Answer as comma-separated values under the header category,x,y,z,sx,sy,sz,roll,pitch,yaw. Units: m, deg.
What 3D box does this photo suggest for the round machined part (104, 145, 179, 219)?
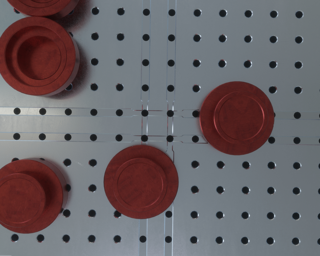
category,x,y,z,sx,sy,sz,roll,pitch,yaw
round machined part,-0.025,0.071,0.405,0.099,0.042,0.097,0,90,0

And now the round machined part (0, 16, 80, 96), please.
category,x,y,z,sx,sy,sz,roll,pitch,yaw
round machined part,-0.153,-0.090,0.403,0.099,0.042,0.097,0,92,0

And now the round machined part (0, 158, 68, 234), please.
category,x,y,z,sx,sy,sz,roll,pitch,yaw
round machined part,-0.176,0.090,0.404,0.099,0.042,0.097,0,90,0

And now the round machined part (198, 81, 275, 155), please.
category,x,y,z,sx,sy,sz,roll,pitch,yaw
round machined part,0.101,-0.013,0.405,0.099,0.042,0.097,0,90,0

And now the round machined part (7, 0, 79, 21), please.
category,x,y,z,sx,sy,sz,roll,pitch,yaw
round machined part,-0.150,-0.187,0.404,0.099,0.042,0.097,0,90,0
